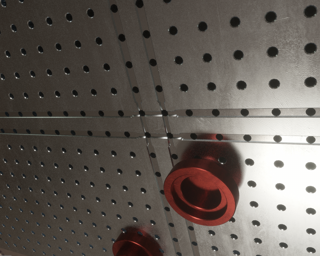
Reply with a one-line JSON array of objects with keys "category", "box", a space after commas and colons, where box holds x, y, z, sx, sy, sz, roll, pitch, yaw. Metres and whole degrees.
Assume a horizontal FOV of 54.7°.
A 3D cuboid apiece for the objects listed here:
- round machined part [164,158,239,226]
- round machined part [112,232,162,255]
[{"category": "round machined part", "box": [0.058, 0.081, 0.419, 0.098, 0.042, 0.097, 13, 124, 20]}, {"category": "round machined part", "box": [-0.047, 0.244, 0.574, 0.098, 0.042, 0.097, 13, 124, 20]}]
